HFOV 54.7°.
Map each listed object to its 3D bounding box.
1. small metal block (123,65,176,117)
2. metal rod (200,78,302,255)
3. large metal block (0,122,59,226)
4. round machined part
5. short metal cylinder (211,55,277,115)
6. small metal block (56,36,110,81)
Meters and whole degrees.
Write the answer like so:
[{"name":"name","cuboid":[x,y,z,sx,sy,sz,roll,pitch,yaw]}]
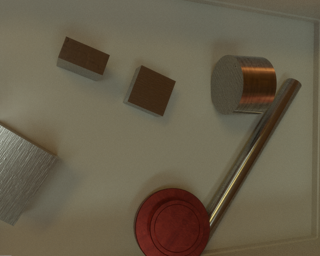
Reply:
[{"name":"small metal block","cuboid":[-0.014,-0.047,0.406,0.050,0.025,0.050,23,82,-19]},{"name":"metal rod","cuboid":[0.128,0.050,0.459,0.025,0.025,0.300,38,78,-16]},{"name":"large metal block","cuboid":[-0.169,0.045,0.335,0.080,0.050,0.080,35,79,-17]},{"name":"round machined part","cuboid":[0.018,0.126,0.396,0.099,0.042,0.098,3,76,-11]},{"name":"short metal cylinder","cuboid":[0.112,-0.058,0.424,0.050,0.080,0.079,-2,91,-20]},{"name":"small metal block","cuboid":[-0.091,-0.079,0.364,0.050,0.050,0.025,20,83,-19]}]
